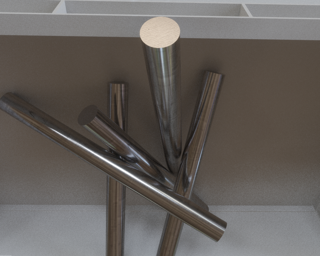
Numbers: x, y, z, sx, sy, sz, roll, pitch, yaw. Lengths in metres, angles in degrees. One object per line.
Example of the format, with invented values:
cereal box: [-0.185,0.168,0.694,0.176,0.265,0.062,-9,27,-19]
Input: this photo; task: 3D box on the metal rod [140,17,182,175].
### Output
metal rod: [0.010,0.001,0.329,0.025,0.025,0.299,-4,156,3]

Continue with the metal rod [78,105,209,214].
metal rod: [-0.001,0.063,0.419,0.025,0.025,0.300,-24,139,18]

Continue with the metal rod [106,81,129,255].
metal rod: [-0.057,0.090,0.404,0.025,0.025,0.298,2,105,-3]

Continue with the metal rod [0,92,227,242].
metal rod: [-0.060,0.042,0.365,0.301,0.025,0.025,30,127,6]

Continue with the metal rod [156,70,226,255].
metal rod: [0.031,0.075,0.399,0.025,0.025,0.298,10,106,-9]
